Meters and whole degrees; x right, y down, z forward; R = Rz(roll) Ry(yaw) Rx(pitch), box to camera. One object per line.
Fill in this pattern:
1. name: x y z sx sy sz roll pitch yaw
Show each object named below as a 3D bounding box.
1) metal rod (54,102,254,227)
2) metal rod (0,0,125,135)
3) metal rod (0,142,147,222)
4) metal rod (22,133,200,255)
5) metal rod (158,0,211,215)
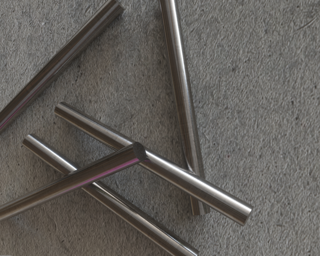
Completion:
1. metal rod: -0.025 0.034 0.399 0.300 0.025 0.025 27 99 24
2. metal rod: -0.169 -0.081 0.468 0.300 0.025 0.025 -40 78 15
3. metal rod: -0.145 0.085 0.436 0.300 0.025 0.025 -25 82 27
4. metal rod: -0.079 0.093 0.436 0.300 0.025 0.025 31 100 17
5. metal rod: 0.029 -0.041 0.398 0.025 0.025 0.298 -10 87 20
